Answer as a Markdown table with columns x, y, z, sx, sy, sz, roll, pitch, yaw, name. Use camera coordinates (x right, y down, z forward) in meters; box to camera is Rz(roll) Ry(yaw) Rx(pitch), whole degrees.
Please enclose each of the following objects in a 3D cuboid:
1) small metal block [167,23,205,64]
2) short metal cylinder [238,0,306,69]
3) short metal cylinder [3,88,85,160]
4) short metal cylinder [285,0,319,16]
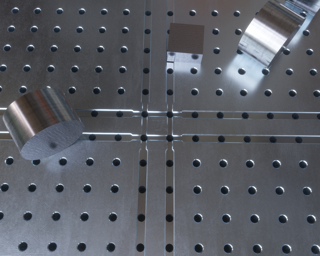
| x | y | z | sx | sy | sz | roll | pitch | yaw | name |
| --- | --- | --- | --- | --- | --- | --- | --- | --- | --- |
| 0.038 | -0.125 | 0.458 | 0.050 | 0.025 | 0.050 | 5 | 70 | 2 | small metal block |
| 0.154 | -0.130 | 0.431 | 0.050 | 0.080 | 0.080 | 39 | 75 | 13 | short metal cylinder |
| -0.142 | -0.004 | 0.383 | 0.080 | 0.080 | 0.050 | -32 | 73 | -11 | short metal cylinder |
| 0.234 | -0.217 | 0.463 | 0.050 | 0.080 | 0.080 | 34 | 74 | 11 | short metal cylinder |
